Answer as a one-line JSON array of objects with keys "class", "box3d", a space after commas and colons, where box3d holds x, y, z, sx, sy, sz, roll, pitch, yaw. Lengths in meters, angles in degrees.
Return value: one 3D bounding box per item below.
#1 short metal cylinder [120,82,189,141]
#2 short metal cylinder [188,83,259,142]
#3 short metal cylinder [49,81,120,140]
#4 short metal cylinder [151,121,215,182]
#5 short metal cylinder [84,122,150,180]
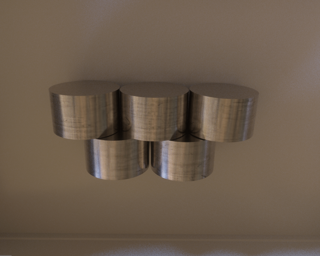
[{"class": "short metal cylinder", "box3d": [-0.007, -0.022, 0.372, 0.081, 0.080, 0.050, 1, 110, -1]}, {"class": "short metal cylinder", "box3d": [0.074, -0.021, 0.373, 0.081, 0.080, 0.050, 2, 110, -1]}, {"class": "short metal cylinder", "box3d": [-0.088, -0.024, 0.370, 0.081, 0.080, 0.050, 1, 110, -1]}, {"class": "short metal cylinder", "box3d": [0.029, 0.025, 0.390, 0.081, 0.080, 0.050, 1, 110, -1]}, {"class": "short metal cylinder", "box3d": [-0.053, 0.023, 0.388, 0.081, 0.080, 0.050, 1, 110, -1]}]
